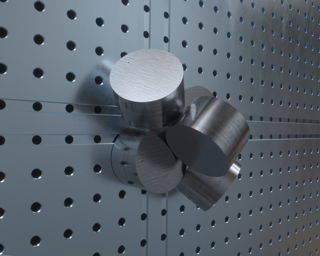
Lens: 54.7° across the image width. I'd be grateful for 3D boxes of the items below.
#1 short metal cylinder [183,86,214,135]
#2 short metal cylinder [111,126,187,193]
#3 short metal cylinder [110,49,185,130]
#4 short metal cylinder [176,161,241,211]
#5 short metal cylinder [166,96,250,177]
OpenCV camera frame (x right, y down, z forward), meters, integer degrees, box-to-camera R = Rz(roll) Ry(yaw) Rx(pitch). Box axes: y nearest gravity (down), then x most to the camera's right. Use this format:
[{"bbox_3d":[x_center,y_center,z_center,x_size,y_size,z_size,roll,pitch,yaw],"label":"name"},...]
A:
[{"bbox_3d":[0.036,-0.015,0.424,0.081,0.050,0.079,0,90,-40],"label":"short metal cylinder"},{"bbox_3d":[-0.012,0.037,0.384,0.081,0.050,0.079,0,90,-40],"label":"short metal cylinder"},{"bbox_3d":[-0.012,-0.045,0.355,0.080,0.080,0.050,-54,156,-27],"label":"short metal cylinder"},{"bbox_3d":[0.064,0.065,0.420,0.050,0.080,0.080,39,61,6],"label":"short metal cylinder"},{"bbox_3d":[0.054,0.010,0.354,0.050,0.080,0.080,-49,120,-29],"label":"short metal cylinder"}]
